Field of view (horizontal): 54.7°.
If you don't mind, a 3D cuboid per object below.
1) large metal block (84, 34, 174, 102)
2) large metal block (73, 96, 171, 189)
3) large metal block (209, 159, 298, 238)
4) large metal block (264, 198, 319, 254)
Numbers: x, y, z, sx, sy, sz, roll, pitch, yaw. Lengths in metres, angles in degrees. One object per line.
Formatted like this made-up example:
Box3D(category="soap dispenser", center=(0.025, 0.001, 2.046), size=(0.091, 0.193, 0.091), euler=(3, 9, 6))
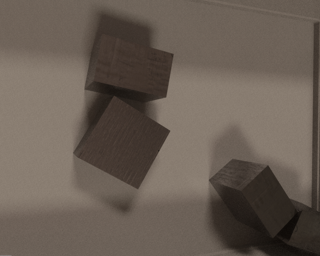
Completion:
Box3D(category="large metal block", center=(-0.040, -0.066, 0.367), size=(0.081, 0.080, 0.050), euler=(11, 87, -20))
Box3D(category="large metal block", center=(-0.048, 0.017, 0.380), size=(0.080, 0.050, 0.080), euler=(32, 79, -18))
Box3D(category="large metal block", center=(0.126, 0.093, 0.430), size=(0.050, 0.080, 0.080), euler=(-39, 103, -16))
Box3D(category="large metal block", center=(0.199, 0.137, 0.454), size=(0.080, 0.080, 0.050), euler=(22, 91, -19))
